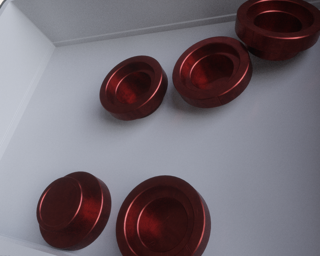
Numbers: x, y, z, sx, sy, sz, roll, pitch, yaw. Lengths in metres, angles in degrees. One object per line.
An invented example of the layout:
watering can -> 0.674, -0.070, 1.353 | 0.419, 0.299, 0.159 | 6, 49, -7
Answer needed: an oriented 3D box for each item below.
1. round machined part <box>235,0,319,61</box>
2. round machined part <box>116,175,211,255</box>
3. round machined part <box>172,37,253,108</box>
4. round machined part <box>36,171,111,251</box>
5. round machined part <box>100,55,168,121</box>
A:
round machined part -> 0.141, -0.119, 0.379 | 0.099, 0.042, 0.098 | -2, 49, 2
round machined part -> 0.006, 0.103, 0.327 | 0.098, 0.042, 0.098 | -13, 56, 20
round machined part -> 0.069, -0.066, 0.398 | 0.098, 0.042, 0.098 | -13, 56, 21
round machined part -> -0.115, 0.100, 0.392 | 0.098, 0.042, 0.098 | -13, 56, 20
round machined part -> -0.033, -0.052, 0.443 | 0.098, 0.042, 0.098 | -13, 56, 20
